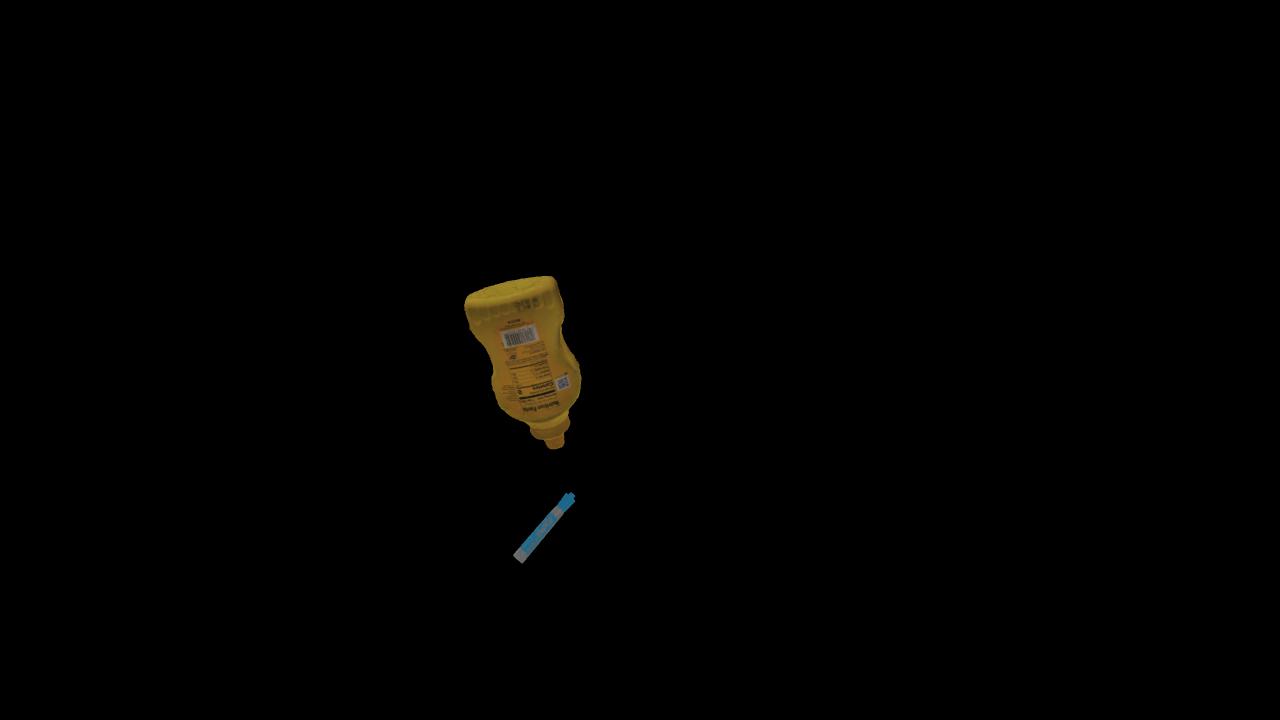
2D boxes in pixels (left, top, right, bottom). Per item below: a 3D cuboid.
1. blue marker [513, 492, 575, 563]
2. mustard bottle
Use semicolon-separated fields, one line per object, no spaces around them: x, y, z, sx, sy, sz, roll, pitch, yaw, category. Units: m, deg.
-0.138;0.244;0.902;0.020;0.121;0.020;37;-17;14;blue marker
-0.106;0.013;0.618;0.092;0.184;0.054;-15;27;-7;mustard bottle
